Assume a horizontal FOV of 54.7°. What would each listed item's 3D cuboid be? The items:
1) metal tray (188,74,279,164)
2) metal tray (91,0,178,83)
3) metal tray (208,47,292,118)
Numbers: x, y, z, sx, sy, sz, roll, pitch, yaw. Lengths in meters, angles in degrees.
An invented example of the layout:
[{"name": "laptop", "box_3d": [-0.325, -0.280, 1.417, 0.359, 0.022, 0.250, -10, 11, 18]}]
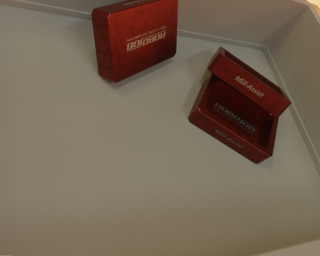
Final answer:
[{"name": "metal tray", "box_3d": [0.116, -0.016, 0.473, 0.130, 0.030, 0.090, 32, 52, -8]}, {"name": "metal tray", "box_3d": [-0.028, -0.127, 0.424, 0.030, 0.089, 0.131, 27, 43, 32]}, {"name": "metal tray", "box_3d": [0.140, -0.077, 0.495, 0.130, 0.030, 0.090, 34, 24, -3]}]
